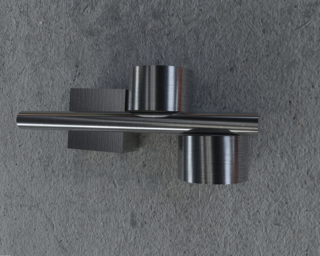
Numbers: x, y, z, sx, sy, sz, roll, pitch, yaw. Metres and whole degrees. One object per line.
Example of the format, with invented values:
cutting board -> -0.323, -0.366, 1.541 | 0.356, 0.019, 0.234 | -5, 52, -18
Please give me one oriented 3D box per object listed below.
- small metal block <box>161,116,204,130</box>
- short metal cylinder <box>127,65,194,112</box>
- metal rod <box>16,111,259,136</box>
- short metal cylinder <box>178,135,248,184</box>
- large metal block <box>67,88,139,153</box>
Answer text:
small metal block -> 0.034, -0.005, 0.383 | 0.050, 0.050, 0.025 | 1, 91, 19
short metal cylinder -> 0.001, -0.045, 0.381 | 0.080, 0.080, 0.050 | 2, 91, 19
metal rod -> -0.041, -0.007, 0.369 | 0.301, 0.025, 0.025 | 1, 91, 18
short metal cylinder -> 0.061, 0.033, 0.359 | 0.080, 0.080, 0.050 | 0, 90, 19
large metal block -> -0.074, -0.011, 0.418 | 0.080, 0.050, 0.079 | 3, 91, 19
